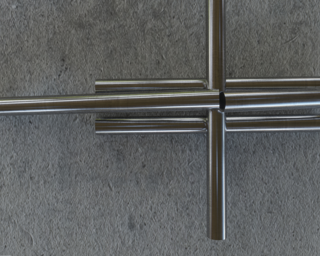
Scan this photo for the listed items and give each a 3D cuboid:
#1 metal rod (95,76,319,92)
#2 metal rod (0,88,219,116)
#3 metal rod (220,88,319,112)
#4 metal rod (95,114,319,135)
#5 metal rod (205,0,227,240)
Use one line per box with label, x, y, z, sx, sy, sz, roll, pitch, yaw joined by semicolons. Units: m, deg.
metal rod;0.068;-0.055;0.411;0.302;0.025;0.025;-1;90;-1
metal rod;-0.080;-0.031;0.385;0.302;0.025;0.025;-1;90;9
metal rod;0.220;-0.038;0.389;0.302;0.025;0.025;-3;90;-11
metal rod;0.068;-0.005;0.411;0.302;0.025;0.025;-1;90;-1
metal rod;0.070;-0.013;0.387;0.025;0.025;0.298;0;90;-1
